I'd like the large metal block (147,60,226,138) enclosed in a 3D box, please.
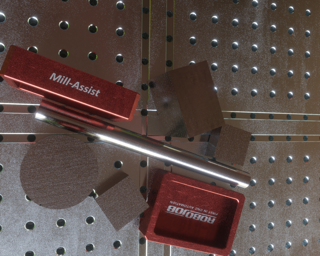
[{"bbox_3d":[0.031,-0.034,0.396,0.050,0.080,0.080,-20,97,-19],"label":"large metal block"}]

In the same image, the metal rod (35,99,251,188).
[{"bbox_3d":[-0.008,0.028,0.410,0.302,0.025,0.025,20,83,-19],"label":"metal rod"}]

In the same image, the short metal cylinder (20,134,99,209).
[{"bbox_3d":[-0.115,0.047,0.356,0.081,0.050,0.080,0,90,-20],"label":"short metal cylinder"}]

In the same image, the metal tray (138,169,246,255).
[{"bbox_3d":[0.046,0.117,0.426,0.131,0.030,0.090,19,84,-19],"label":"metal tray"}]

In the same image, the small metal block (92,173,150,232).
[{"bbox_3d":[-0.050,0.093,0.395,0.050,0.025,0.050,-34,101,-17],"label":"small metal block"}]

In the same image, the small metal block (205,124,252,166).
[{"bbox_3d":[0.099,0.024,0.449,0.050,0.025,0.050,18,84,-19],"label":"small metal block"}]

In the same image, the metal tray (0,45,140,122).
[{"bbox_3d":[-0.097,-0.042,0.341,0.131,0.090,0.030,20,84,-19],"label":"metal tray"}]
